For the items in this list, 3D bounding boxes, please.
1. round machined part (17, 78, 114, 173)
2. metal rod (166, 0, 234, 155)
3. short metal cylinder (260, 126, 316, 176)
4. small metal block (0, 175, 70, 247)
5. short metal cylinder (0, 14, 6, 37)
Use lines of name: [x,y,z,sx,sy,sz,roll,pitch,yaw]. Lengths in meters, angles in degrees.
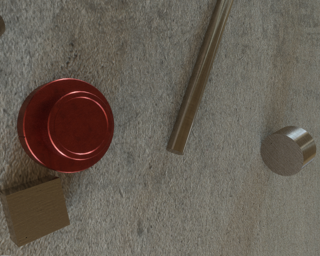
round machined part: [-0.089,-0.002,0.319,0.099,0.042,0.097,0,90,-40]
metal rod: [0.068,-0.103,0.461,0.025,0.025,0.299,31,71,-36]
short metal cylinder: [0.233,0.041,0.564,0.050,0.080,0.080,-21,104,-38]
small metal block: [-0.122,0.079,0.303,0.050,0.025,0.050,-16,101,-39]
short metal cylinder: [-0.167,-0.081,0.229,0.080,0.080,0.050,41,65,-33]
